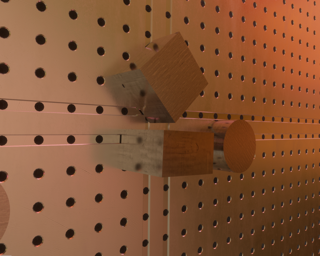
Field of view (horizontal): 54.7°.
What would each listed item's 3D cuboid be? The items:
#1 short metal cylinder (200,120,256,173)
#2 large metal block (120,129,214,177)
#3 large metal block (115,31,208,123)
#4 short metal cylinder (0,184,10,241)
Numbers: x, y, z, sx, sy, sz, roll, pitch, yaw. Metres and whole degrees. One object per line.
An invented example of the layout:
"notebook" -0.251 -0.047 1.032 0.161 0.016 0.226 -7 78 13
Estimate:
"short metal cylinder" 0.104 0.027 0.480 0.081 0.050 0.080 0 90 -40
"large metal block" 0.008 0.028 0.380 0.081 0.080 0.050 4 88 -40
"large metal block" 0.005 -0.063 0.397 0.080 0.050 0.080 -49 119 -28
"short metal cylinder" -0.171 0.068 0.249 0.081 0.050 0.080 0 90 -40
